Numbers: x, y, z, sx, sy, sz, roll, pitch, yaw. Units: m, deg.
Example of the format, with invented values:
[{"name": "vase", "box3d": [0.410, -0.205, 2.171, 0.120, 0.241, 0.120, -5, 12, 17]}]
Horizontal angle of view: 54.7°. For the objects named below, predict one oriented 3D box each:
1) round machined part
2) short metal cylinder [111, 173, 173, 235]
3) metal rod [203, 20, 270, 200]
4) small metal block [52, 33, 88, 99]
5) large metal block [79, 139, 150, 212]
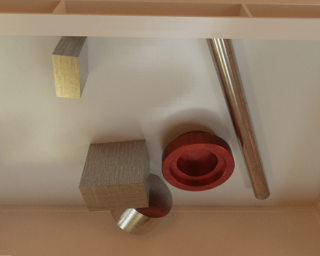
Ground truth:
[{"name": "round machined part", "box3d": [0.052, 0.042, 0.435, 0.099, 0.042, 0.097, -1, 130, 0]}, {"name": "short metal cylinder", "box3d": [-0.028, 0.113, 0.469, 0.080, 0.080, 0.050, 22, 127, -18]}, {"name": "metal rod", "box3d": [0.111, 0.000, 0.410, 0.025, 0.025, 0.299, -17, 129, 13]}, {"name": "small metal block", "box3d": [-0.095, -0.067, 0.334, 0.025, 0.050, 0.050, 5, 130, -5]}, {"name": "large metal block", "box3d": [-0.058, 0.064, 0.426, 0.080, 0.080, 0.050, -5, 129, 4]}]
